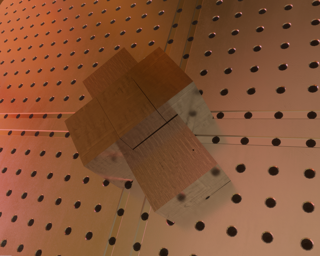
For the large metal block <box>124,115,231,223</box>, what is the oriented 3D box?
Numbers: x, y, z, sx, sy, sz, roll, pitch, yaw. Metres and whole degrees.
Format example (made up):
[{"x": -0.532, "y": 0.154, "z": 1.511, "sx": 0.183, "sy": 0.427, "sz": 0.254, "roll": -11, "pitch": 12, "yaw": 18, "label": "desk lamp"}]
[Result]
[{"x": 0.018, "y": 0.046, "z": 0.353, "sx": 0.080, "sy": 0.050, "sz": 0.080, "roll": -38, "pitch": 51, "yaw": 3, "label": "large metal block"}]

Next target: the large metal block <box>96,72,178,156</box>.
[{"x": -0.026, "y": -0.011, "z": 0.392, "sx": 0.050, "sy": 0.080, "sz": 0.080, "roll": -38, "pitch": 51, "yaw": 3, "label": "large metal block"}]

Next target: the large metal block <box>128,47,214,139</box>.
[{"x": 0.014, "y": -0.042, "z": 0.390, "sx": 0.050, "sy": 0.080, "sz": 0.080, "roll": -38, "pitch": 51, "yaw": 3, "label": "large metal block"}]

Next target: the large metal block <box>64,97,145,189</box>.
[{"x": -0.065, "y": 0.020, "z": 0.394, "sx": 0.050, "sy": 0.080, "sz": 0.080, "roll": -38, "pitch": 51, "yaw": 3, "label": "large metal block"}]

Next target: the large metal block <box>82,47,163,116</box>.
[{"x": -0.054, "y": -0.058, "z": 0.451, "sx": 0.080, "sy": 0.050, "sz": 0.080, "roll": -39, "pitch": 51, "yaw": 2, "label": "large metal block"}]
